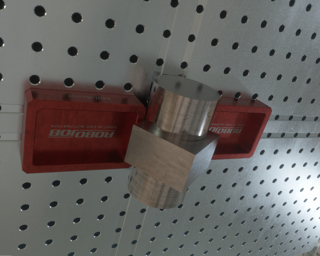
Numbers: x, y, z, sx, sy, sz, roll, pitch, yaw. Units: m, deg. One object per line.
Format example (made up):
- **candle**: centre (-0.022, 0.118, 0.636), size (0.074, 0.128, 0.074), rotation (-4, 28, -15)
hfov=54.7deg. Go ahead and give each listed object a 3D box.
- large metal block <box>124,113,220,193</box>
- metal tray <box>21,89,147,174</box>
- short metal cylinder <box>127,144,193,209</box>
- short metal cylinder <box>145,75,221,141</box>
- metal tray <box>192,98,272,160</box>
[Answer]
- **large metal block**: centre (0.017, 0.024, 0.381), size (0.080, 0.080, 0.050), rotation (-26, 137, -57)
- **metal tray**: centre (-0.089, 0.005, 0.362), size (0.131, 0.030, 0.089), rotation (1, 118, -29)
- **short metal cylinder**: centre (0.001, 0.062, 0.414), size (0.081, 0.080, 0.050), rotation (2, 118, -29)
- **short metal cylinder**: centre (0.026, -0.026, 0.373), size (0.081, 0.080, 0.050), rotation (1, 118, -29)
- **metal tray**: centre (0.096, 0.002, 0.461), size (0.131, 0.030, 0.089), rotation (1, 118, -29)
